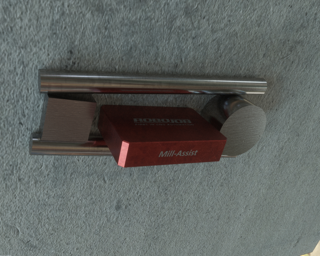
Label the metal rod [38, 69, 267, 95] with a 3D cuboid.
[{"bbox_3d":[0.012,-0.054,0.382,0.303,0.025,0.025,-3,120,-27],"label":"metal rod"}]

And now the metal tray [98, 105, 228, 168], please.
[{"bbox_3d":[0.002,0.006,0.369,0.131,0.090,0.030,0,118,-28],"label":"metal tray"}]

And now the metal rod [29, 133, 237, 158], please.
[{"bbox_3d":[-0.012,0.026,0.418,0.302,0.025,0.025,4,117,-30],"label":"metal rod"}]

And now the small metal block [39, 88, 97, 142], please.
[{"bbox_3d":[-0.103,-0.013,0.344,0.050,0.025,0.050,4,116,-31],"label":"small metal block"}]

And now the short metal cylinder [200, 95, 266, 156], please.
[{"bbox_3d":[0.103,-0.007,0.444,0.081,0.050,0.079,-14,124,-21],"label":"short metal cylinder"}]
